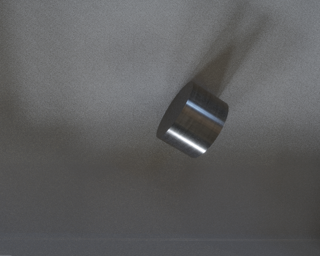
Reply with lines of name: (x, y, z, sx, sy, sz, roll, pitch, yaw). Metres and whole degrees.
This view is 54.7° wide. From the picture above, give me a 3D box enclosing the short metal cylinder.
short metal cylinder: (0.038, -0.010, 0.379, 0.050, 0.080, 0.080, 31, 107, -11)
